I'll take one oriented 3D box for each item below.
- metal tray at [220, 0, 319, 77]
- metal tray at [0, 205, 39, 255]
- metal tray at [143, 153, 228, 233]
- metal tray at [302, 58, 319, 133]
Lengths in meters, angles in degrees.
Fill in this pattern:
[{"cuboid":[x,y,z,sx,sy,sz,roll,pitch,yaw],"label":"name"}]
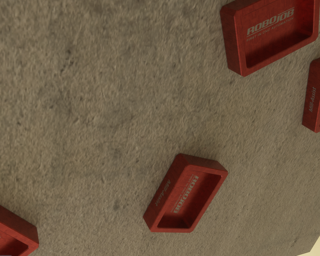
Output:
[{"cuboid":[0.146,-0.134,0.402,0.131,0.030,0.090,-28,128,-11],"label":"metal tray"},{"cuboid":[-0.229,0.154,0.373,0.130,0.030,0.090,-37,130,-4],"label":"metal tray"},{"cuboid":[0.040,0.108,0.494,0.091,0.030,0.129,15,111,-35],"label":"metal tray"},{"cuboid":[0.295,-0.063,0.528,0.091,0.030,0.129,-22,127,-15],"label":"metal tray"}]
